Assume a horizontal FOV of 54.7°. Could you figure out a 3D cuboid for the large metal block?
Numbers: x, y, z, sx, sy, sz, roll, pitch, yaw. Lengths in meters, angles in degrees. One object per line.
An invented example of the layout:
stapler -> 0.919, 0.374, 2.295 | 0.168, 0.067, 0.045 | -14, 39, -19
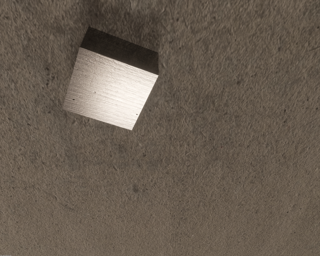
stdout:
large metal block -> -0.054, -0.053, 0.345 | 0.081, 0.050, 0.079 | 18, 128, -15
